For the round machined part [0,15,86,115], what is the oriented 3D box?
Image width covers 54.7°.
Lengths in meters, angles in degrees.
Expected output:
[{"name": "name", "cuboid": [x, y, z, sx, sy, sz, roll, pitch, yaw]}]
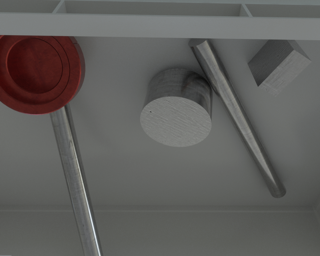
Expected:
[{"name": "round machined part", "cuboid": [-0.127, -0.066, 0.325, 0.099, 0.042, 0.097, 0, 107, -1]}]

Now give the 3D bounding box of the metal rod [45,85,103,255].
[{"name": "metal rod", "cuboid": [-0.104, 0.089, 0.403, 0.025, 0.025, 0.298, -7, 105, 5]}]

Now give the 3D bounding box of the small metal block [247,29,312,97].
[{"name": "small metal block", "cuboid": [0.127, -0.071, 0.335, 0.025, 0.050, 0.050, 25, 126, -20]}]

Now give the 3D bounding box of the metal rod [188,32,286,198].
[{"name": "metal rod", "cuboid": [0.116, 0.004, 0.414, 0.025, 0.025, 0.300, -24, 127, 18]}]

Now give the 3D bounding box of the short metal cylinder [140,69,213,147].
[{"name": "short metal cylinder", "cuboid": [0.021, -0.023, 0.365, 0.080, 0.050, 0.080, 6, 136, 6]}]
